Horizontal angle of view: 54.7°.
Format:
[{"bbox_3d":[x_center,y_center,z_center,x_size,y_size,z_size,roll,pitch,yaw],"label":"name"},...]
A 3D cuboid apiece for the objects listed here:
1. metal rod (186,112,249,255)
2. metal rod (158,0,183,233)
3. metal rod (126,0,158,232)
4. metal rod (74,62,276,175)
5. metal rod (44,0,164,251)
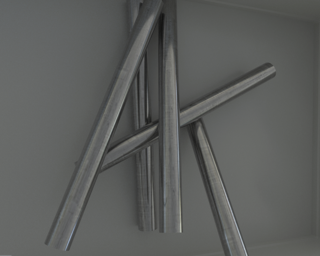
[{"bbox_3d":[0.077,0.109,0.359,0.025,0.025,0.299,-2,59,-20],"label":"metal rod"},{"bbox_3d":[0.011,-0.033,0.370,0.025,0.025,0.299,7,71,-20],"label":"metal rod"},{"bbox_3d":[-0.023,-0.018,0.402,0.025,0.025,0.298,-3,91,-20],"label":"metal rod"},{"bbox_3d":[0.035,-0.017,0.399,0.302,0.025,0.025,-28,100,-21],"label":"metal rod"},{"bbox_3d":[-0.054,-0.020,0.343,0.025,0.025,0.299,25,73,-19],"label":"metal rod"}]
